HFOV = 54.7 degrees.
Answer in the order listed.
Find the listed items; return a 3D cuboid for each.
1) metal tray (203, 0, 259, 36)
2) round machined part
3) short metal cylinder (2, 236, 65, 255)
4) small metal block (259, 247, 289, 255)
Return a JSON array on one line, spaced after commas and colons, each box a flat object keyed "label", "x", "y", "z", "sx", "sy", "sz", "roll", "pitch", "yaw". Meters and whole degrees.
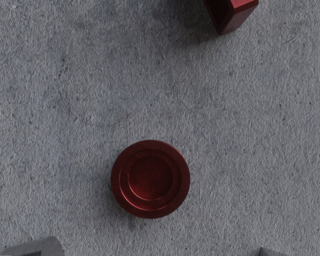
[{"label": "metal tray", "x": 0.069, "y": -0.189, "z": 0.378, "sx": 0.030, "sy": 0.090, "sz": 0.129, "roll": -24, "pitch": 90, "yaw": 0}, {"label": "round machined part", "x": -0.012, "y": 0.063, "z": 0.401, "sx": 0.099, "sy": 0.042, "sz": 0.097, "roll": 0, "pitch": 90, "yaw": -1}, {"label": "short metal cylinder", "x": -0.153, "y": 0.180, "z": 0.381, "sx": 0.050, "sy": 0.080, "sz": 0.080, "roll": -14, "pitch": 90, "yaw": 0}, {"label": "small metal block", "x": 0.159, "y": 0.183, "z": 0.400, "sx": 0.050, "sy": 0.050, "sz": 0.025, "roll": 18, "pitch": 90, "yaw": -1}]
